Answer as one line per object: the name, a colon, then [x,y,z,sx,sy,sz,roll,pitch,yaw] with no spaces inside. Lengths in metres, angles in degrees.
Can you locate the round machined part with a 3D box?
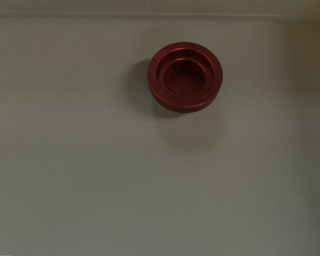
round machined part: [0.033,-0.065,0.425,0.099,0.042,0.098,0,70,0]
